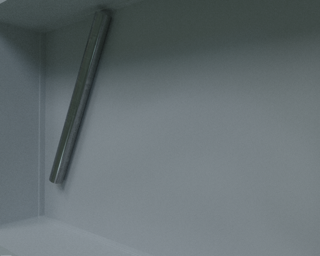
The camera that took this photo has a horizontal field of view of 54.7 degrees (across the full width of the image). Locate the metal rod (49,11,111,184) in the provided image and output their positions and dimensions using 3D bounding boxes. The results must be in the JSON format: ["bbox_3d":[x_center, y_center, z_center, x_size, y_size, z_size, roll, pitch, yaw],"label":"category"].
[{"bbox_3d":[-0.137,-0.041,0.516,0.025,0.025,0.298,32,110,35],"label":"metal rod"}]
